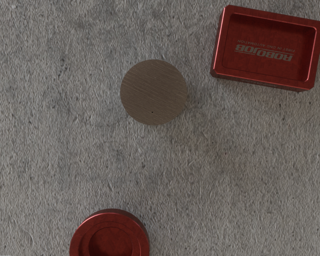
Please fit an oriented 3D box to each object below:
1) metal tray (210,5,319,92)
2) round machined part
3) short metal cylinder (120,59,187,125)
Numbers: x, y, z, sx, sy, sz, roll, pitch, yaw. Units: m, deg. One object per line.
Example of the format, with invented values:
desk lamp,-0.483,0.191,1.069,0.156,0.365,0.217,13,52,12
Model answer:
metal tray,0.139,-0.103,0.409,0.131,0.030,0.089,10,90,-1
round machined part,-0.062,0.153,0.401,0.099,0.042,0.097,0,90,-1
short metal cylinder,-0.008,-0.043,0.397,0.081,0.050,0.079,0,90,-1
